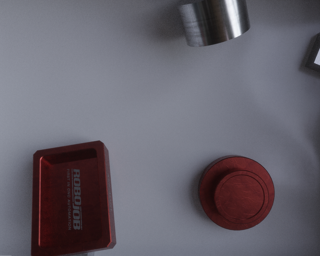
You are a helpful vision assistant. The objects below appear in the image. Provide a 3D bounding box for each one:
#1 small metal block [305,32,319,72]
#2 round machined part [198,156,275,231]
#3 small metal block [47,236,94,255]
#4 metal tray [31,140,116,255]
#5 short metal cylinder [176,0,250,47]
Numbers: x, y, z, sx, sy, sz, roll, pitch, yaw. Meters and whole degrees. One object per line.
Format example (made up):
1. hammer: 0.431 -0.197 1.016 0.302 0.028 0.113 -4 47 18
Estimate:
1. small metal block: 0.233 -0.098 0.414 0.050 0.025 0.050 22 90 -1
2. round machined part: 0.101 0.086 0.404 0.099 0.042 0.097 0 90 -1
3. small metal block: -0.114 0.162 0.398 0.050 0.050 0.025 6 90 -1
4. metal tray: -0.107 0.086 0.381 0.091 0.030 0.130 -9 65 -1
5. short metal cylinder: 0.065 -0.138 0.378 0.080 0.080 0.050 -20 117 0
